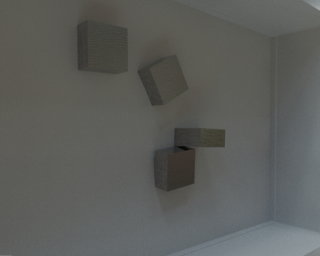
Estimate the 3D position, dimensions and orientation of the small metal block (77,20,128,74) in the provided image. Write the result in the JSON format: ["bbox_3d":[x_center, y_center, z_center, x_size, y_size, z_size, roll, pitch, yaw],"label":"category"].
[{"bbox_3d":[-0.065,-0.090,0.352,0.050,0.025,0.050,-2,91,-40],"label":"small metal block"}]

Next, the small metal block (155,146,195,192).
[{"bbox_3d":[0.021,0.054,0.420,0.050,0.025,0.050,-7,102,-39],"label":"small metal block"}]

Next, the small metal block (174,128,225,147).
[{"bbox_3d":[0.056,0.014,0.437,0.050,0.050,0.025,3,88,-40],"label":"small metal block"}]

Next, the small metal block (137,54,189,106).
[{"bbox_3d":[0.005,-0.063,0.411,0.050,0.025,0.050,-36,112,-34],"label":"small metal block"}]
